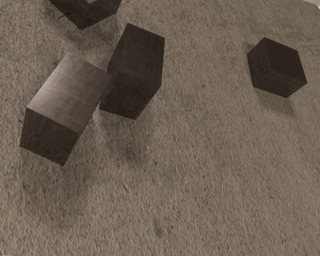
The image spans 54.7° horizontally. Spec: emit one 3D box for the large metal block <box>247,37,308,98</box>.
[{"bbox_3d":[0.215,-0.111,0.574,0.081,0.050,0.080,14,56,-21],"label":"large metal block"}]

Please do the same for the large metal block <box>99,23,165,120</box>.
[{"bbox_3d":[-0.036,-0.069,0.393,0.050,0.080,0.080,17,55,-19],"label":"large metal block"}]

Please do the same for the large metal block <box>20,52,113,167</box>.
[{"bbox_3d":[-0.099,-0.018,0.327,0.050,0.080,0.080,28,52,-11],"label":"large metal block"}]

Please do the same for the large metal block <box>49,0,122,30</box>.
[{"bbox_3d":[-0.110,-0.201,0.452,0.080,0.050,0.080,44,51,1],"label":"large metal block"}]
